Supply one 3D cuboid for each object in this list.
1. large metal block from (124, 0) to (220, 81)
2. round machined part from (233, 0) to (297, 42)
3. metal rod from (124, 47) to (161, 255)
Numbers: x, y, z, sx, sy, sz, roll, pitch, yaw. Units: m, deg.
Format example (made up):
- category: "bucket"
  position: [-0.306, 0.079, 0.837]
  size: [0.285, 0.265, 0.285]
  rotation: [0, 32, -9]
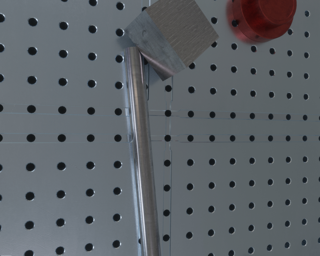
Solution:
- category: "large metal block"
  position: [0.017, -0.120, 0.393]
  size: [0.080, 0.050, 0.080]
  rotation: [52, 56, -13]
- category: "round machined part"
  position: [0.163, -0.183, 0.464]
  size: [0.099, 0.042, 0.097]
  rotation: [0, 90, -20]
- category: "metal rod"
  position: [-0.022, 0.046, 0.404]
  size: [0.025, 0.025, 0.298]
  rotation: [-6, 92, -20]
